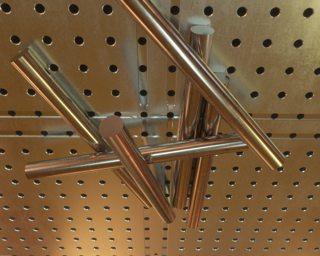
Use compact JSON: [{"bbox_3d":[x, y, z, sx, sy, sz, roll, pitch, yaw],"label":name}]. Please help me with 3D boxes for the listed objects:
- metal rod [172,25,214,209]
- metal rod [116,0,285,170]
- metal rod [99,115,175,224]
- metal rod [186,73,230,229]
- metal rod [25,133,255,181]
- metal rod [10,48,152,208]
[{"bbox_3d":[0.038,0.011,0.420,0.025,0.025,0.298,2,130,-2],"label":"metal rod"},{"bbox_3d":[0.040,-0.058,0.327,0.025,0.025,0.300,-36,112,26],"label":"metal rod"},{"bbox_3d":[-0.016,0.077,0.422,0.025,0.025,0.299,-10,146,8],"label":"metal rod"},{"bbox_3d":[0.064,0.056,0.458,0.025,0.025,0.298,1,130,-1],"label":"metal rod"},{"bbox_3d":[-0.031,0.037,0.408,0.301,0.025,0.025,-9,130,7],"label":"metal rod"},{"bbox_3d":[-0.085,0.021,0.428,0.025,0.025,0.300,-22,127,17],"label":"metal rod"}]
